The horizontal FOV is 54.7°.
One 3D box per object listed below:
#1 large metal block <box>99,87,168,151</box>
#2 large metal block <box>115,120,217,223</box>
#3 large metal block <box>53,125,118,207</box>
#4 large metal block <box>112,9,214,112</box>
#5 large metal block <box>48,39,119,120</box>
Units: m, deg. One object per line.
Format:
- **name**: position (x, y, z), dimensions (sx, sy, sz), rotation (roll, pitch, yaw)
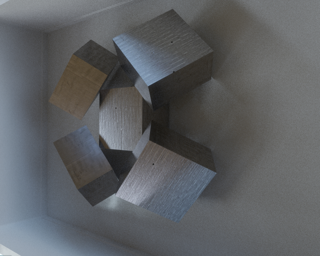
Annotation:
- **large metal block**: position (-0.036, -0.012, 0.417), dimensions (0.080, 0.050, 0.080), rotation (1, 91, 40)
- **large metal block**: position (0.006, 0.050, 0.355), dimensions (0.080, 0.050, 0.080), rotation (27, 113, -11)
- **large metal block**: position (-0.102, 0.056, 0.446), dimensions (0.080, 0.050, 0.080), rotation (53, 165, 26)
- **large metal block**: position (0.004, -0.079, 0.358), dimensions (0.080, 0.050, 0.080), rotation (-30, 63, -11)
- **large metal block**: position (-0.106, -0.071, 0.446), dimensions (0.050, 0.080, 0.080), rotation (31, 117, -11)
